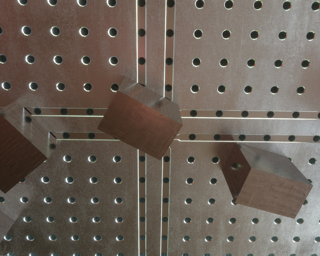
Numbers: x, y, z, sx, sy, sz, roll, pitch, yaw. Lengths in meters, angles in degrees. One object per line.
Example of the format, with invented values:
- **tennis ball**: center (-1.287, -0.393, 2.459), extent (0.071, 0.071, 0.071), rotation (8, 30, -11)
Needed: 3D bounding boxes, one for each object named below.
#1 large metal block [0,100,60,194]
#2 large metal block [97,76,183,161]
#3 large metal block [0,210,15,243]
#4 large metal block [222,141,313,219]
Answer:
- **large metal block**: center (-0.196, 0.024, 0.406), extent (0.080, 0.050, 0.080), rotation (-38, 106, 12)
- **large metal block**: center (-0.022, -0.015, 0.378), extent (0.080, 0.080, 0.050), rotation (28, 108, -10)
- **large metal block**: center (-0.268, 0.146, 0.434), extent (0.050, 0.080, 0.080), rotation (-42, 105, 14)
- **large metal block**: center (0.137, 0.066, 0.411), extent (0.080, 0.080, 0.050), rotation (16, 109, -7)
